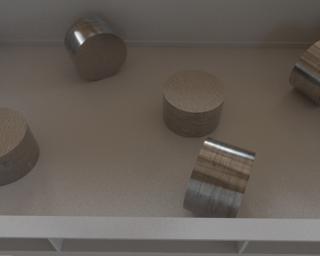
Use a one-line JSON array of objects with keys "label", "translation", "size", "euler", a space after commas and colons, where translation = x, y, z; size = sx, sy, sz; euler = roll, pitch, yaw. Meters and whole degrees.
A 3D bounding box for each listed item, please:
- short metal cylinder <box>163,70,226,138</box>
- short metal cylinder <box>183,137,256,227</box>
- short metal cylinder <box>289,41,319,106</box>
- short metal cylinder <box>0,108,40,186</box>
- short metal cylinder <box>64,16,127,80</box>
[{"label": "short metal cylinder", "translation": [0.044, -0.033, 0.417], "size": [0.080, 0.050, 0.080], "euler": [0, 50, 0]}, {"label": "short metal cylinder", "translation": [0.062, 0.055, 0.323], "size": [0.050, 0.080, 0.080], "euler": [18, 53, 15]}, {"label": "short metal cylinder", "translation": [0.232, -0.078, 0.437], "size": [0.081, 0.080, 0.050], "euler": [-27, 55, -21]}, {"label": "short metal cylinder", "translation": [-0.193, 0.022, 0.369], "size": [0.080, 0.050, 0.080], "euler": [0, 50, 0]}, {"label": "short metal cylinder", "translation": [-0.097, -0.120, 0.470], "size": [0.081, 0.080, 0.050], "euler": [-22, 54, -17]}]
